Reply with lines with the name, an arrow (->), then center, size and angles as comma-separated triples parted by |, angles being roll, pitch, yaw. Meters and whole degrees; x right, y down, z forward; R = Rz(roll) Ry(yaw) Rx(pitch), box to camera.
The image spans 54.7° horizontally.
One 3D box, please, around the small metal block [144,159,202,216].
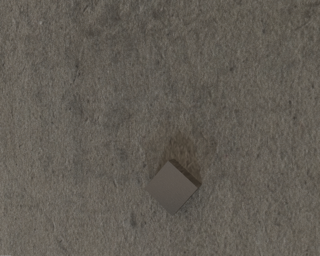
small metal block -> 0.017, 0.076, 0.402 | 0.050, 0.025, 0.050 | 42, 103, 14
